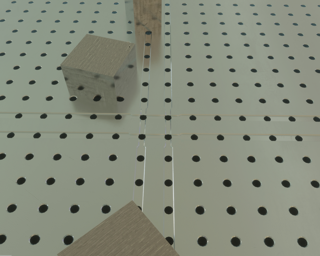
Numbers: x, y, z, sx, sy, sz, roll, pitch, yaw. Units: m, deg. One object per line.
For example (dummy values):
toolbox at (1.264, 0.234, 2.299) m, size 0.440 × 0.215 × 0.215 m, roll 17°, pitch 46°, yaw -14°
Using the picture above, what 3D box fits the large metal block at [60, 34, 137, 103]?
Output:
large metal block at (-0.088, -0.092, 0.467) m, size 0.080 × 0.050 × 0.080 m, roll 14°, pitch 51°, yaw 11°

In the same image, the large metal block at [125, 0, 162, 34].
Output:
large metal block at (-0.033, -0.233, 0.567) m, size 0.050 × 0.080 × 0.080 m, roll -13°, pitch 51°, yaw -11°

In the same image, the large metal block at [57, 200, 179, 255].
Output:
large metal block at (-0.032, 0.129, 0.283) m, size 0.081 × 0.050 × 0.080 m, roll -32°, pitch 58°, yaw -25°
